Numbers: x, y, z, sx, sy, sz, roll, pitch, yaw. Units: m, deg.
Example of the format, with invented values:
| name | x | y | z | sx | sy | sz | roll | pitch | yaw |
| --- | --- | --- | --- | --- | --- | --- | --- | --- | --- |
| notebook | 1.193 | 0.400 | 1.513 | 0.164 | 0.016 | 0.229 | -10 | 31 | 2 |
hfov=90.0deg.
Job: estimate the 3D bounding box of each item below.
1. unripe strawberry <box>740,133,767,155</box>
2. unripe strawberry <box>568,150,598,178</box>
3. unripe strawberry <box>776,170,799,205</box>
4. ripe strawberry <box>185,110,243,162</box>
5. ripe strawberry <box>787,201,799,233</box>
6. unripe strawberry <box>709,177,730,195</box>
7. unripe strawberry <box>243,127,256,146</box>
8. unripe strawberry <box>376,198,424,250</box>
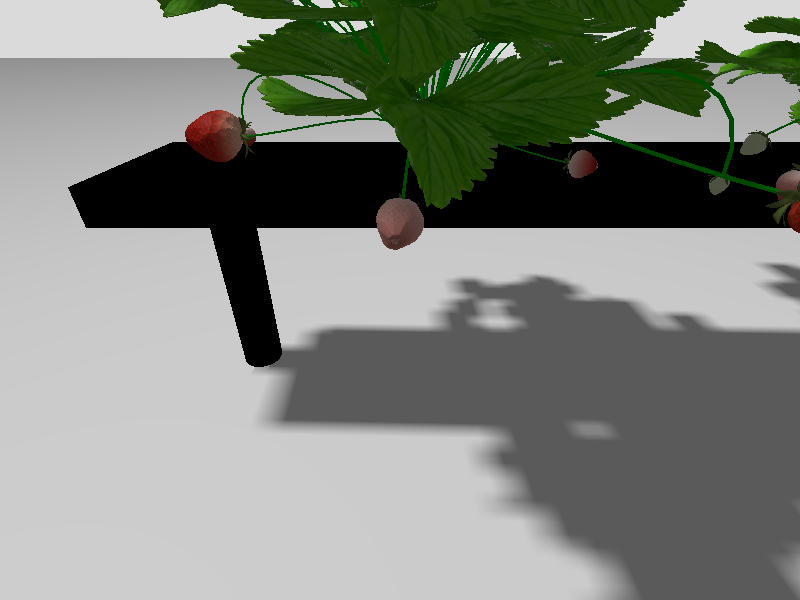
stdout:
| name | x | y | z | sx | sy | sz | roll | pitch | yaw |
| --- | --- | --- | --- | --- | --- | --- | --- | --- | --- |
| unripe strawberry | 0.303 | -0.133 | 0.344 | 0.016 | 0.018 | 0.018 | 39 | 28 | -18 |
| unripe strawberry | 0.129 | -0.095 | 0.281 | 0.019 | 0.019 | 0.021 | 18 | 37 | 24 |
| unripe strawberry | 0.238 | -0.068 | 0.242 | 0.019 | 0.020 | 0.018 | 5 | 27 | -31 |
| ripe strawberry | -0.147 | -0.130 | 0.318 | 0.043 | 0.037 | 0.043 | -3 | 33 | -3 |
| ripe strawberry | 0.209 | -0.046 | 0.189 | 0.034 | 0.036 | 0.031 | 26 | 41 | 33 |
| unripe strawberry | 0.187 | -0.068 | 0.236 | 0.010 | 0.011 | 0.011 | 20 | 38 | 29 |
| unripe strawberry | -0.143 | -0.153 | 0.376 | 0.016 | 0.016 | 0.015 | 9 | 34 | 14 |
| unripe strawberry | 0.000 | -0.034 | 0.185 | 0.022 | 0.024 | 0.024 | 4 | -43 | 6 |
